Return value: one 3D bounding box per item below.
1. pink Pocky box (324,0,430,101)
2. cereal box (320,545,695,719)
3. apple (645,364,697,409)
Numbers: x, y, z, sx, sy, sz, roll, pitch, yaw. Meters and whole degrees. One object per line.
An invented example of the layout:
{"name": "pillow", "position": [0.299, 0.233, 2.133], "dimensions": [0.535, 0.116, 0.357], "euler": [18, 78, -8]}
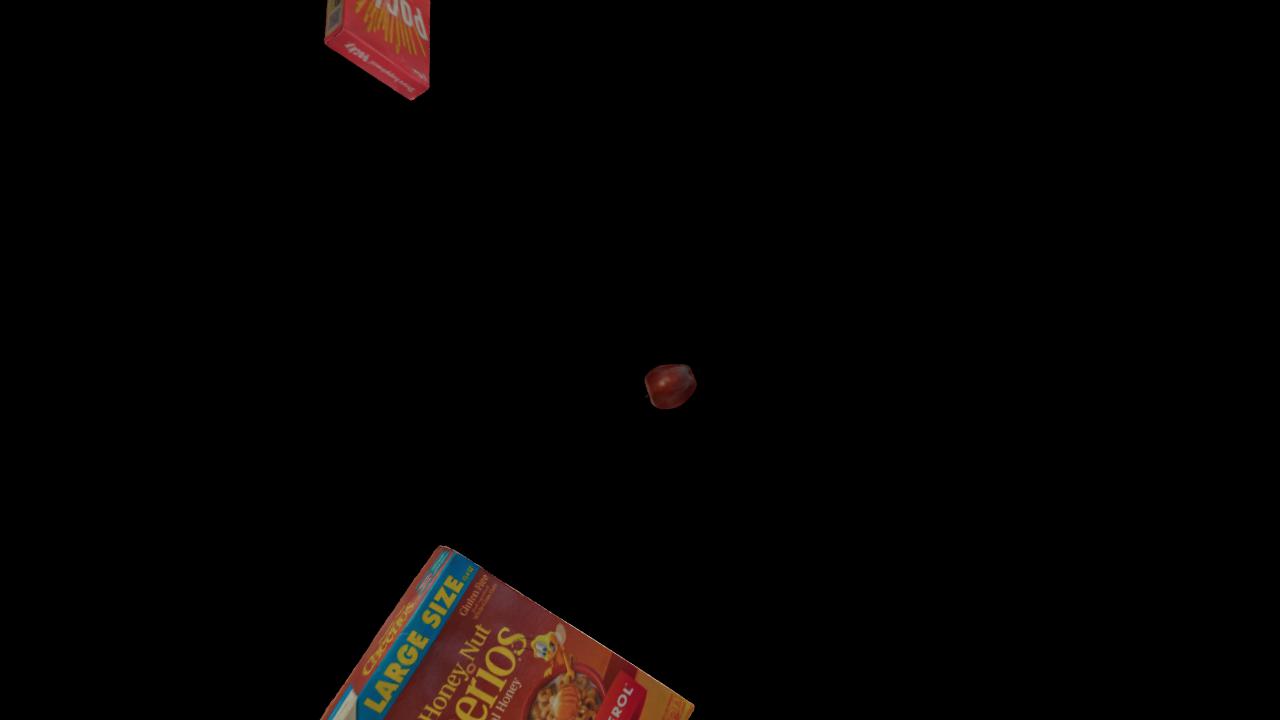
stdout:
{"name": "pink Pocky box", "position": [-0.222, -0.313, 0.531], "dimensions": [0.029, 0.155, 0.084], "euler": [-15, -20, 29]}
{"name": "cereal box", "position": [-0.116, 0.338, 0.563], "dimensions": [0.306, 0.203, 0.081], "euler": [41, -26, -19]}
{"name": "apple", "position": [0.051, 0.045, 1.075], "dimensions": [0.093, 0.079, 0.079], "euler": [-22, -1, 3]}
